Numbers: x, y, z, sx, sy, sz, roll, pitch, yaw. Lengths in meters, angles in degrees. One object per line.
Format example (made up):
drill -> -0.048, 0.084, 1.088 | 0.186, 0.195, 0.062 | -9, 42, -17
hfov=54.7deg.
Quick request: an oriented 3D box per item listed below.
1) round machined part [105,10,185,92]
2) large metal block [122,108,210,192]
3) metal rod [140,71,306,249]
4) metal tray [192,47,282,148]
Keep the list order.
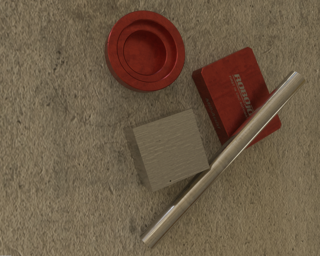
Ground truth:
round machined part -> -0.021, -0.093, 0.393 | 0.099, 0.042, 0.097 | 0, 90, -21
large metal block -> 0.007, 0.026, 0.399 | 0.081, 0.050, 0.080 | -19, 97, -19
metal rod -> 0.086, 0.040, 0.414 | 0.025, 0.025, 0.300 | 44, 86, -15
metal tray -> 0.113, -0.040, 0.450 | 0.091, 0.030, 0.129 | -28, 100, -18
